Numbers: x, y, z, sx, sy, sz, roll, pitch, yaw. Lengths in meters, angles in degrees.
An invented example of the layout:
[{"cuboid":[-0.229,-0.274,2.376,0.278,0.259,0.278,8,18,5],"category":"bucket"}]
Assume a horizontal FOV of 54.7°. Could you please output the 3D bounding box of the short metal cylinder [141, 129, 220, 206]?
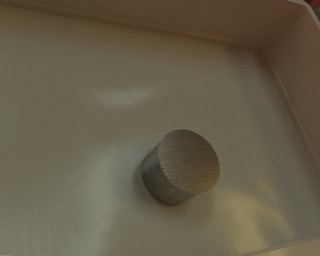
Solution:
[{"cuboid":[0.024,0.048,0.375,0.081,0.050,0.080,14,56,-21],"category":"short metal cylinder"}]
